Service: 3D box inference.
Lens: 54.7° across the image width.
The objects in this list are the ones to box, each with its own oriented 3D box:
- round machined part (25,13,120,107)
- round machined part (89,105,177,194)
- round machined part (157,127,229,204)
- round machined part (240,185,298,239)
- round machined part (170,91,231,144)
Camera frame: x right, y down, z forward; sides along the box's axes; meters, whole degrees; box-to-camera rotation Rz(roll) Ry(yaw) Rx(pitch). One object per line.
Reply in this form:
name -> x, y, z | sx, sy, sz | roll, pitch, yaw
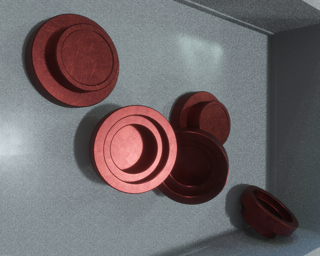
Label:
round machined part -> -0.084, -0.071, 0.325 | 0.099, 0.042, 0.097 | 0, 90, -40
round machined part -> -0.033, 0.024, 0.358 | 0.099, 0.042, 0.097 | 1, 89, -26
round machined part -> 0.040, 0.046, 0.405 | 0.042, 0.098, 0.097 | -49, 127, -71
round machined part -> 0.175, 0.144, 0.518 | 0.099, 0.098, 0.042 | 18, 112, -39
round machined part -> 0.065, -0.005, 0.450 | 0.099, 0.042, 0.097 | 0, 90, -40
